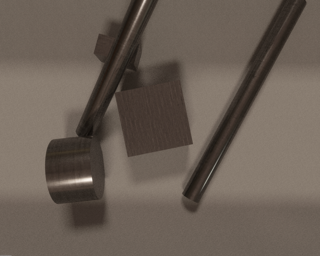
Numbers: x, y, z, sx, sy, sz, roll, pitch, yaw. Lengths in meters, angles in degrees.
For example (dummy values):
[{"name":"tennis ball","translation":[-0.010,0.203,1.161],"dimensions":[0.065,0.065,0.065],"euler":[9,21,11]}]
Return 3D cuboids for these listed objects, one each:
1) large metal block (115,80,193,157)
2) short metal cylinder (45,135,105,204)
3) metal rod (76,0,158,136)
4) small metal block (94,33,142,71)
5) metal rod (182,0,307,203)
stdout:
[{"name":"large metal block","translation":[-0.007,-0.012,0.399],"dimensions":[0.080,0.050,0.080],"euler":[-11,90,-1]},{"name":"short metal cylinder","translation":[-0.102,0.051,0.383],"dimensions":[0.050,0.080,0.079],"euler":[-6,90,0]},{"name":"metal rod","translation":[-0.033,-0.105,0.340],"dimensions":[0.025,0.025,0.298],"euler":[31,119,-1]},{"name":"small metal block","translation":[-0.053,-0.096,0.398],"dimensions":[0.050,0.050,0.025],"euler":[15,90,-1]},{"name":"metal rod","translation":[0.112,-0.038,0.412],"dimensions":[0.025,0.025,0.299],"euler":[29,90,-1]}]
